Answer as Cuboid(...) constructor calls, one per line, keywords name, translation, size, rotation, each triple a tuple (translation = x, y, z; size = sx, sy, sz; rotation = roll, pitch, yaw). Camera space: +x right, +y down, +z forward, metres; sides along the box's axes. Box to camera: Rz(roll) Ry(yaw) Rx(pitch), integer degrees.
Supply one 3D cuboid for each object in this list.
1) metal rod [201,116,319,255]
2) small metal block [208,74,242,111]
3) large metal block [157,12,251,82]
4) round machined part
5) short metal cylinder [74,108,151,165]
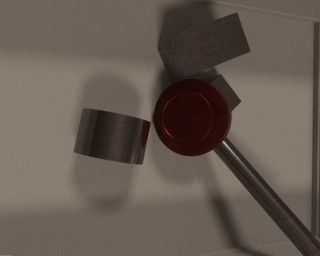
Cuboid(name="metal rod", translation=(0.125, 0.076, 0.393), size=(0.025, 0.025, 0.300), rotation=(-36, 77, -17))
Cuboid(name="small metal block", translation=(0.079, -0.040, 0.441), size=(0.050, 0.025, 0.050), rotation=(-44, 104, -15))
Cuboid(name="large metal block", translation=(0.054, -0.102, 0.402), size=(0.081, 0.080, 0.050), rotation=(-24, 99, -19))
Cuboid(name="round machined part", translation=(0.037, -0.013, 0.388), size=(0.098, 0.042, 0.097), rotation=(1, 92, 21))
Cuboid(name="short metal cylinder", translation=(-0.055, 0.010, 0.362), size=(0.081, 0.080, 0.050), rotation=(12, 86, -20))
